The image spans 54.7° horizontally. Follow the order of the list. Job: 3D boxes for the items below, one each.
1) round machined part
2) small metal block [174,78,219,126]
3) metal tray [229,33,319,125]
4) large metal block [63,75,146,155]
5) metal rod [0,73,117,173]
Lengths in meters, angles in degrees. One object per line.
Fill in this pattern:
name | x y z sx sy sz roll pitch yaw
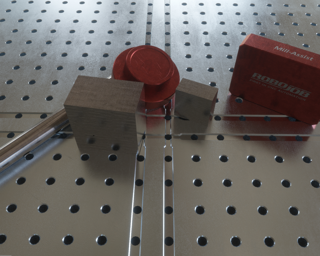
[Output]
round machined part | -0.018 -0.080 0.444 0.099 0.042 0.098 7 62 -13
small metal block | 0.048 -0.035 0.421 0.050 0.050 0.025 19 53 15
metal tray | 0.167 -0.065 0.422 0.130 0.089 0.030 25 54 19
large metal block | -0.063 -0.014 0.383 0.080 0.080 0.050 7 51 6
metal rod | -0.123 -0.021 0.423 0.025 0.025 0.302 35 58 25
